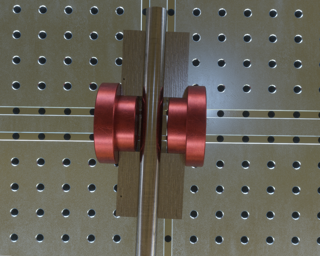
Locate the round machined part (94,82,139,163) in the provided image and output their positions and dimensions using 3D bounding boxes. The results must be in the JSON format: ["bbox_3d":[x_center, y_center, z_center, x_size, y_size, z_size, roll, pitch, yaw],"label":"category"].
[{"bbox_3d":[-0.049,-0.006,0.376,0.042,0.098,0.097,2,90,0],"label":"round machined part"}]

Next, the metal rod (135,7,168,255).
[{"bbox_3d":[-0.010,0.011,0.363,0.025,0.025,0.298,3,90,0],"label":"metal rod"}]

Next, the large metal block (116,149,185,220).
[{"bbox_3d":[-0.011,0.069,0.400,0.081,0.050,0.080,3,90,0],"label":"large metal block"}]

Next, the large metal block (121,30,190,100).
[{"bbox_3d":[-0.006,-0.078,0.400,0.081,0.050,0.079,2,90,0],"label":"large metal block"}]

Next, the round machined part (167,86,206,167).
[{"bbox_3d":[0.032,-0.002,0.377,0.042,0.098,0.097,2,90,5],"label":"round machined part"}]
